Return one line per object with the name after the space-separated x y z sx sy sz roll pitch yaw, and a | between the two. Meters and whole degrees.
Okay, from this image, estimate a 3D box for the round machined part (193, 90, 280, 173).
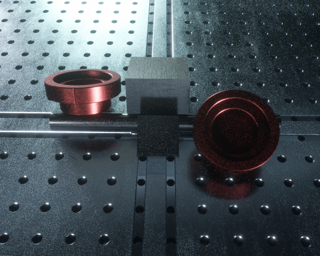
0.089 0.006 0.376 0.099 0.042 0.098 0 75 0 | round machined part

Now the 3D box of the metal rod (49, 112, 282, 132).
0.007 -0.008 0.415 0.302 0.025 0.025 0 50 0 | metal rod

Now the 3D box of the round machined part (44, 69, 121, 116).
-0.102 -0.048 0.420 0.099 0.042 0.098 0 24 0 | round machined part

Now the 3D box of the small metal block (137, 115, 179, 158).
-0.002 0.012 0.385 0.050 0.025 0.050 1 79 0 | small metal block

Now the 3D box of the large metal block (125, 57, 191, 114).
-0.002 -0.061 0.427 0.081 0.050 0.080 1 32 0 | large metal block
